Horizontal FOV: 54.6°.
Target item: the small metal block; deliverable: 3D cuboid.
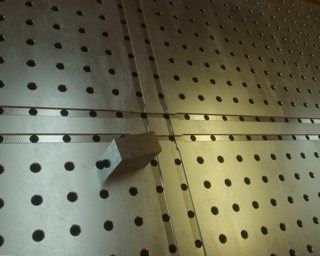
[{"bbox_3d":[-0.033,0.030,0.356,0.050,0.050,0.025,-11,67,-33],"label":"small metal block"}]
